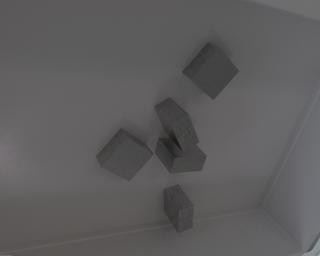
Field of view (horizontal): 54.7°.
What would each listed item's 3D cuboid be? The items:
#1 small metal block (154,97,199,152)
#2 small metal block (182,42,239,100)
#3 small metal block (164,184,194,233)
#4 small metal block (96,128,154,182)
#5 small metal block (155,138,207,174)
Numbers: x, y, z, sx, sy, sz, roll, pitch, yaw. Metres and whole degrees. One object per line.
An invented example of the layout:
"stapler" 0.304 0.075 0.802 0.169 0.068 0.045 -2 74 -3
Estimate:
"small metal block" 0.021 -0.005 0.401 0.025 0.050 0.050 -32 129 -8
"small metal block" 0.066 -0.073 0.399 0.050 0.025 0.050 -49 129 6
"small metal block" 0.028 0.126 0.486 0.025 0.050 0.050 -14 124 -21
"small metal block" -0.046 0.036 0.406 0.050 0.025 0.050 -49 129 6
"small metal block" 0.028 0.037 0.430 0.050 0.050 0.025 -1 119 -28
